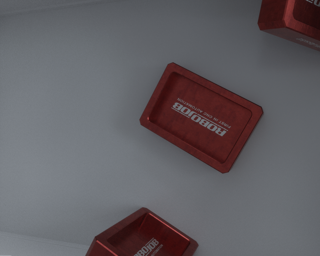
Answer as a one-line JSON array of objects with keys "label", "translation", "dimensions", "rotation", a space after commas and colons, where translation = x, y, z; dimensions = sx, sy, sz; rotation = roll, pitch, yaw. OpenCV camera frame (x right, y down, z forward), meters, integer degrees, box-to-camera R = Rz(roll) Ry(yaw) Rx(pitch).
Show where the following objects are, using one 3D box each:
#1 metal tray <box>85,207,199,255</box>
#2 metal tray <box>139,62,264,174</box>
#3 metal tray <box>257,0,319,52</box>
[{"label": "metal tray", "translation": [-0.014, 0.143, 0.360], "dimensions": [0.090, 0.130, 0.030], "rotation": [30, 100, 17]}, {"label": "metal tray", "translation": [0.050, -0.014, 0.389], "dimensions": [0.130, 0.030, 0.090], "rotation": [30, 100, 17]}, {"label": "metal tray", "translation": [0.160, -0.127, 0.301], "dimensions": [0.030, 0.131, 0.089], "rotation": [21, 103, 59]}]
